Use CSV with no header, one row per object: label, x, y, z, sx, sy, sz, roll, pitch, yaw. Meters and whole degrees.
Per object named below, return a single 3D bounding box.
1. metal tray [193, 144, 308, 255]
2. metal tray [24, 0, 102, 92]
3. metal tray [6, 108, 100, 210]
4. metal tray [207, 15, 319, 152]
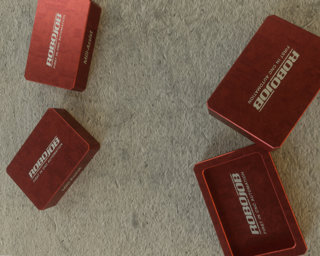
metal tray,0.105,0.090,0.369,0.090,0.030,0.129,-22,83,18
metal tray,-0.144,-0.125,0.457,0.090,0.030,0.129,14,95,19
metal tray,-0.162,0.046,0.463,0.090,0.030,0.130,43,103,15
metal tray,0.125,-0.050,0.345,0.090,0.030,0.130,35,86,16
